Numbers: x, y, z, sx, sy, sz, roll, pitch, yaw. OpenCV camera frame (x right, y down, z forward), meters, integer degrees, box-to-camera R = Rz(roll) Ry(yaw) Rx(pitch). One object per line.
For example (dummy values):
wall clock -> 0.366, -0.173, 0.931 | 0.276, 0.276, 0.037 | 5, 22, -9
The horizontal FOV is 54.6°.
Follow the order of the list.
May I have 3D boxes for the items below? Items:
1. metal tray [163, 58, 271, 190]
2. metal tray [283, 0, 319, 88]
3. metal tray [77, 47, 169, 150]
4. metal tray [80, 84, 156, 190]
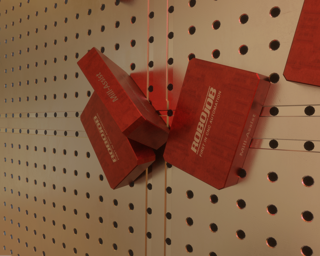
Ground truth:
metal tray -> 0.060, -0.007, 0.357 | 0.090, 0.030, 0.129 | 24, 105, 37
metal tray -> 0.171, -0.095, 0.265 | 0.090, 0.030, 0.129 | 21, 103, 38
metal tray -> -0.044, -0.037, 0.401 | 0.030, 0.090, 0.130 | -41, 64, 9
metal tray -> -0.065, 0.011, 0.445 | 0.090, 0.030, 0.130 | -48, 63, 44
